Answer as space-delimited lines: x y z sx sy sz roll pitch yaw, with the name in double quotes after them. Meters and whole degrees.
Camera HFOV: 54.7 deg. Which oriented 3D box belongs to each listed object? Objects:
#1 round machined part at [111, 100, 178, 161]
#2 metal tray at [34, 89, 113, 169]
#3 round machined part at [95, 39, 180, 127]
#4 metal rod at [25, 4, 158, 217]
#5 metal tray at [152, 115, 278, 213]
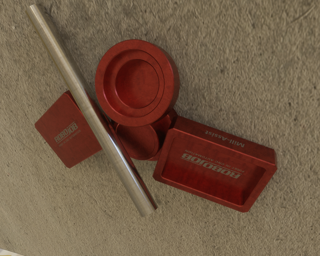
-0.024 0.004 0.413 0.098 0.042 0.097 13 124 21 "round machined part"
-0.127 0.003 0.460 0.130 0.030 0.090 -29 100 46 "metal tray"
-0.023 -0.051 0.364 0.098 0.042 0.097 3 98 21 "round machined part"
-0.088 -0.023 0.397 0.025 0.025 0.299 -31 89 38 "metal rod"
0.064 0.047 0.386 0.131 0.030 0.089 20 127 3 "metal tray"
